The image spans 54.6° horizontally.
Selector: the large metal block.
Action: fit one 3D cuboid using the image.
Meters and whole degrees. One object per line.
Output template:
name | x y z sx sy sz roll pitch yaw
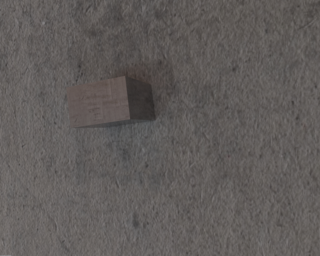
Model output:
large metal block | -0.060 -0.030 0.402 0.080 0.080 0.050 -8 88 20
